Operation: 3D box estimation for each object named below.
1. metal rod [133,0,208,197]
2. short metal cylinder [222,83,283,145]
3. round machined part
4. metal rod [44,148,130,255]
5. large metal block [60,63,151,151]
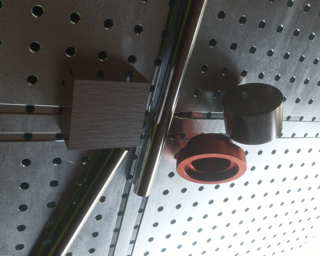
[{"bbox_3d":[0.010,-0.038,0.395,0.025,0.025,0.298,1,118,-30],"label":"metal rod"},{"bbox_3d":[0.130,-0.021,0.436,0.080,0.080,0.050,-26,128,-13],"label":"short metal cylinder"},{"bbox_3d":[0.073,0.042,0.449,0.099,0.042,0.098,2,146,2],"label":"round machined part"},{"bbox_3d":[-0.128,0.145,0.432,0.025,0.025,0.299,22,106,-37],"label":"metal rod"},{"bbox_3d":[-0.064,-0.024,0.347,0.081,0.050,0.079,-2,119,-28],"label":"large metal block"}]
